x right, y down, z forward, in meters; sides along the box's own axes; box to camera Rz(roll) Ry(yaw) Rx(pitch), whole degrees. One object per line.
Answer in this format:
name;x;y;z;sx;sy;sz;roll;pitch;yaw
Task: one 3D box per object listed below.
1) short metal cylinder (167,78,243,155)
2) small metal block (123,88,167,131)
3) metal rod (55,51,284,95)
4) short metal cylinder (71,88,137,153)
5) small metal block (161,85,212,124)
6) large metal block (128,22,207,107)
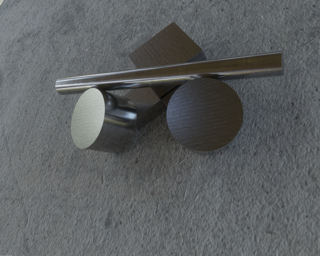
short metal cylinder;0.051;-0.011;0.351;0.080;0.050;0.080;-2;81;10
small metal block;-0.025;-0.033;0.439;0.050;0.025;0.050;-36;51;2
metal rod;-0.009;-0.063;0.382;0.300;0.025;0.025;-1;61;27
short metal cylinder;-0.076;-0.008;0.416;0.080;0.050;0.080;-14;69;44
small metal block;0.038;-0.031;0.404;0.050;0.025;0.050;-37;51;3
large metal block;0.014;-0.089;0.434;0.080;0.050;0.080;-36;51;4
